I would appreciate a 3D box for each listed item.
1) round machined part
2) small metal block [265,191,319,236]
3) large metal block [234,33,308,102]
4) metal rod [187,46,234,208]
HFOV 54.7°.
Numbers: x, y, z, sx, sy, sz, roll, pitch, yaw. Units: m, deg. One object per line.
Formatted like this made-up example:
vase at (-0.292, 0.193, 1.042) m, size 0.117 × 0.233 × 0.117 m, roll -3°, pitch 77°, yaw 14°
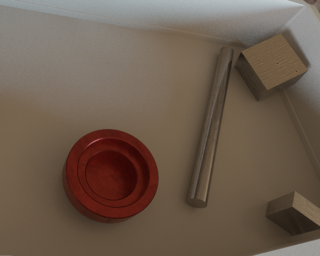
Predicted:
round machined part at (-0.055, 0.054, 0.334) m, size 0.099 × 0.042 × 0.098 m, roll 14°, pitch 56°, yaw -21°
small metal block at (0.182, 0.117, 0.419) m, size 0.050 × 0.050 × 0.025 m, roll 35°, pitch 51°, yaw -5°
large metal block at (0.190, -0.104, 0.538) m, size 0.080 × 0.050 × 0.080 m, roll -26°, pitch 74°, yaw -9°
metal rod at (0.082, -0.023, 0.465) m, size 0.025 × 0.025 × 0.300 m, roll 27°, pitch 52°, yaw -12°
